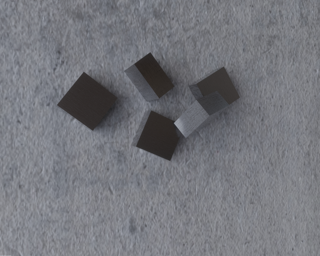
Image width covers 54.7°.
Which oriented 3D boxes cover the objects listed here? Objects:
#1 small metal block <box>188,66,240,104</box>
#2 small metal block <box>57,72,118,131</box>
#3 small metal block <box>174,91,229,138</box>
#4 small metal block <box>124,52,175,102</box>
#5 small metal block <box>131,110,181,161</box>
[{"bbox_3d":[0.077,-0.051,0.439,0.050,0.025,0.050,-34,101,-17],"label":"small metal block"},{"bbox_3d":[-0.089,-0.031,0.377,0.050,0.025,0.050,38,78,-16],"label":"small metal block"},{"bbox_3d":[0.054,-0.018,0.401,0.050,0.050,0.025,-26,74,-46],"label":"small metal block"},{"bbox_3d":[-0.015,-0.063,0.391,0.025,0.050,0.050,-40,103,-16],"label":"small metal block"},{"bbox_3d":[-0.003,0.010,0.409,0.050,0.025,0.050,25,82,-19],"label":"small metal block"}]
